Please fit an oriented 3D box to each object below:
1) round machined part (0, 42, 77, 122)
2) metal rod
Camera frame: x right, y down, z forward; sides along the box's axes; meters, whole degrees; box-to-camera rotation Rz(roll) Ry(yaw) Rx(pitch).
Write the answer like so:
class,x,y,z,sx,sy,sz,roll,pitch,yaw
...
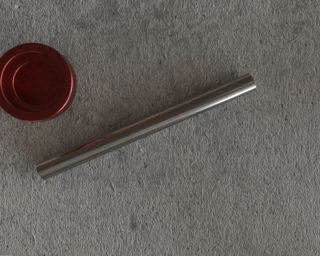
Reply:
class,x,y,z,sx,sy,sz,roll,pitch,yaw
round machined part,-0.157,-0.057,0.400,0.099,0.042,0.097,0,90,0
metal rod,-0.018,-0.002,0.409,0.301,0.025,0.025,-23,90,0
